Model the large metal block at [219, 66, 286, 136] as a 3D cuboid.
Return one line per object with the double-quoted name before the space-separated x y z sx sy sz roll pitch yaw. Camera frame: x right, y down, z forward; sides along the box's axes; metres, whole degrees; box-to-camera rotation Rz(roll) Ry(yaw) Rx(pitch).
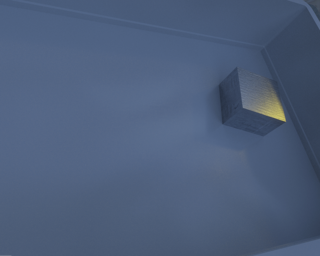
"large metal block" 0.145 -0.041 0.496 0.081 0.050 0.080 15 56 -20
